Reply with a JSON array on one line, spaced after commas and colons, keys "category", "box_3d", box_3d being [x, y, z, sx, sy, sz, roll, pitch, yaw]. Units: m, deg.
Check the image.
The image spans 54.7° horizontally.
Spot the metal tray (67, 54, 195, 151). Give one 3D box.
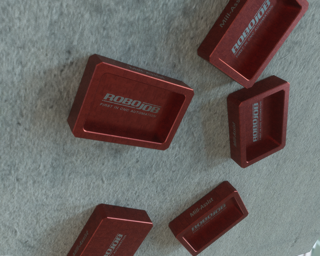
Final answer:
[{"category": "metal tray", "box_3d": [-0.032, -0.025, 0.371, 0.131, 0.030, 0.089, 11, 113, -34]}]

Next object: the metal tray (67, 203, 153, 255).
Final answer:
[{"category": "metal tray", "box_3d": [-0.081, 0.180, 0.472, 0.091, 0.030, 0.129, 21, 107, -37]}]

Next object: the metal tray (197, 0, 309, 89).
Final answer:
[{"category": "metal tray", "box_3d": [0.118, -0.125, 0.392, 0.090, 0.030, 0.129, 24, 105, -37]}]

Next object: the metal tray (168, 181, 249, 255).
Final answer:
[{"category": "metal tray", "box_3d": [0.090, 0.164, 0.556, 0.130, 0.030, 0.090, -36, 130, -4]}]

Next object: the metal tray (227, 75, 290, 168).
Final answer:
[{"category": "metal tray", "box_3d": [0.154, -0.007, 0.485, 0.091, 0.030, 0.129, -24, 128, -14]}]
